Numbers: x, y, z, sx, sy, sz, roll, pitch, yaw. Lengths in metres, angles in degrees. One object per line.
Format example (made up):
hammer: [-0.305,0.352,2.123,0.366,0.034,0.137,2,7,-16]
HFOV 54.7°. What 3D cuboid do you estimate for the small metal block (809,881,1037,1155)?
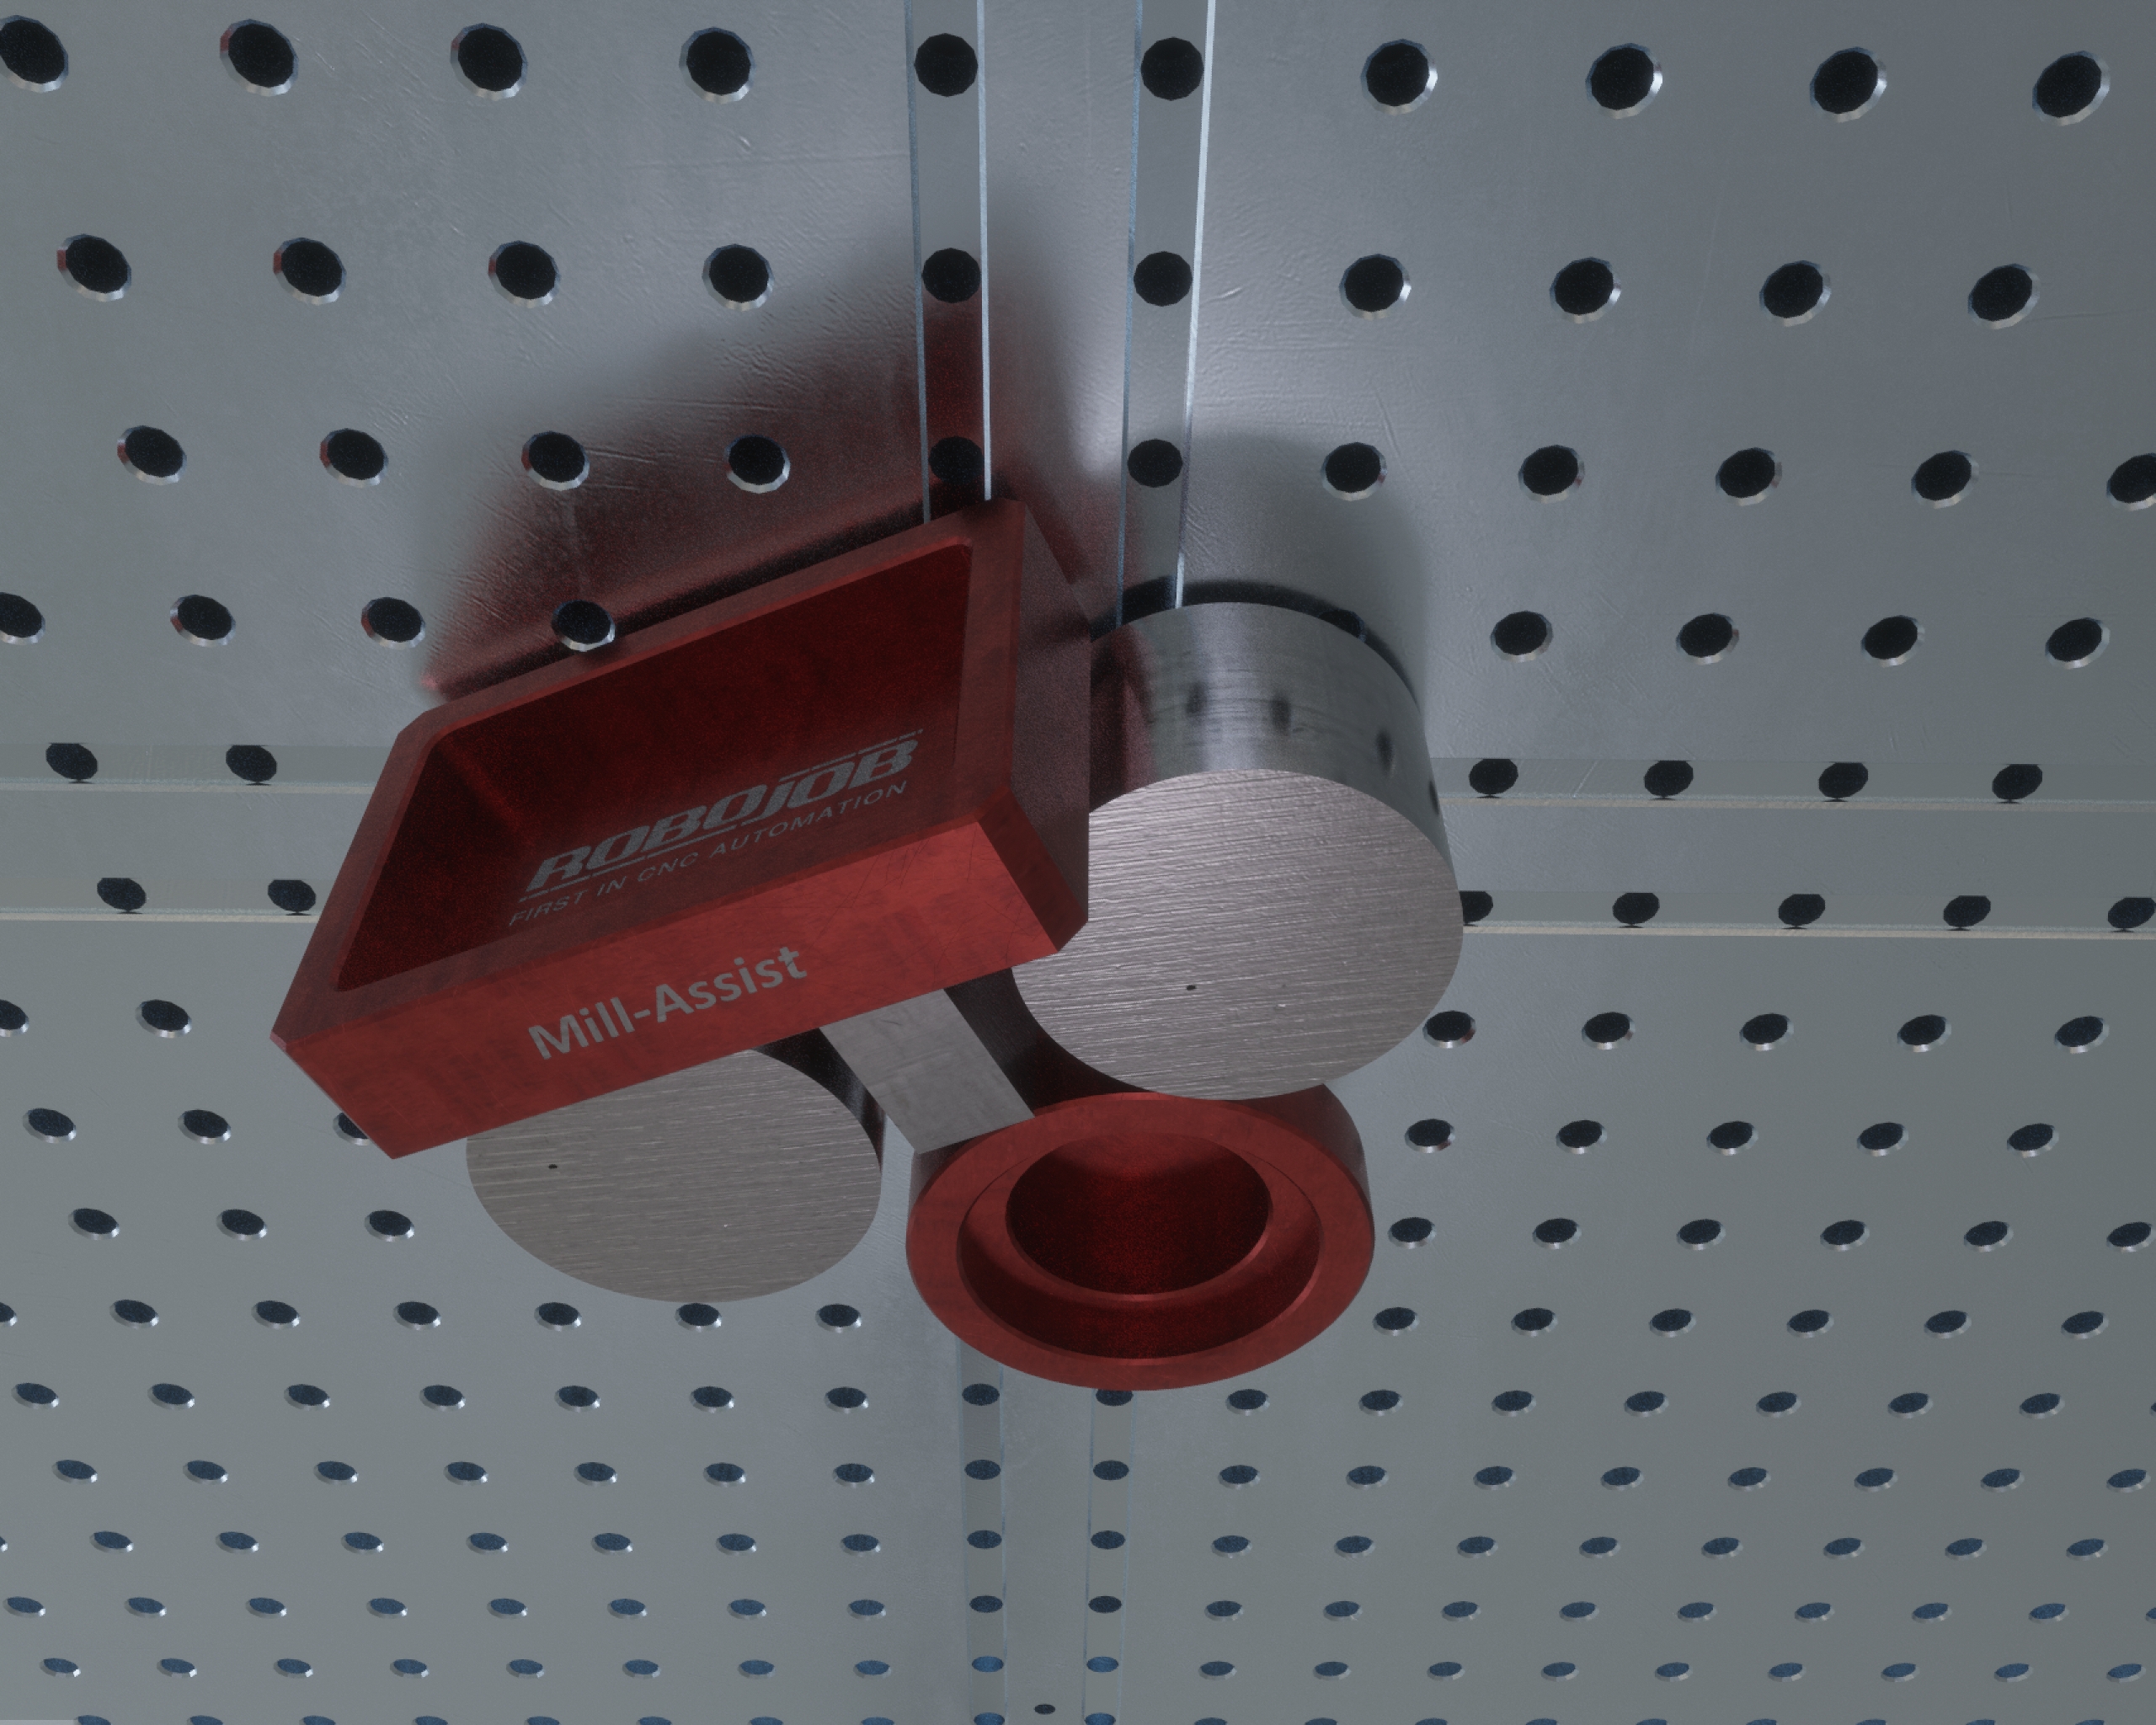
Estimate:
small metal block: [-0.030,0.019,0.406,0.025,0.050,0.050,-20,128,16]

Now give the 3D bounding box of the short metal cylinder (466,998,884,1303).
short metal cylinder: [-0.079,0.045,0.428,0.081,0.050,0.079,0,130,0]

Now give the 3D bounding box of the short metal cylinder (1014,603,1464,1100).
short metal cylinder: [0.028,-0.001,0.389,0.081,0.050,0.079,0,130,0]

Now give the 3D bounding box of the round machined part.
round machined part: [0.013,0.069,0.454,0.099,0.042,0.097,0,130,0]

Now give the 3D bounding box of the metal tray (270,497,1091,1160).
metal tray: [-0.064,-0.007,0.356,0.130,0.090,0.030,-18,128,15]
